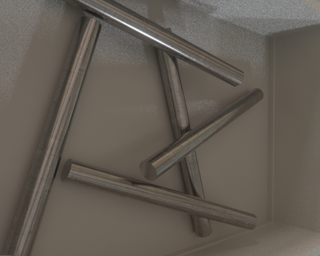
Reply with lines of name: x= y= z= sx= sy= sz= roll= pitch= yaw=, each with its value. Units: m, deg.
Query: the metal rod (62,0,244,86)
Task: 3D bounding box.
metal rod: x=-0.010 y=-0.114 z=0.372 sx=0.302 sy=0.025 sz=0.025 roll=19 pitch=78 yaw=-31

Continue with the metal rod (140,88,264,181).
metal rod: x=0.080 y=-0.006 z=0.450 sx=0.302 sy=0.025 sz=0.025 roll=-30 pitch=109 yaw=-44

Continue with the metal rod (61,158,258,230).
metal rod: x=0.021 y=0.095 z=0.402 sx=0.302 sy=0.025 sz=0.025 roll=23 pitch=76 yaw=-31

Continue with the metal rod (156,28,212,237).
metal rod: x=0.034 y=0.014 z=0.437 sx=0.025 sy=0.025 sz=0.298 roll=-21 pitch=104 yaw=-38

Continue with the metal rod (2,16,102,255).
metal rod: x=-0.112 y=0.026 z=0.313 sx=0.025 sy=0.025 sz=0.299 roll=23 pitch=75 yaw=-38
